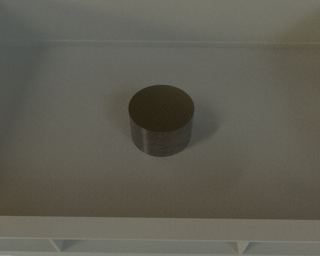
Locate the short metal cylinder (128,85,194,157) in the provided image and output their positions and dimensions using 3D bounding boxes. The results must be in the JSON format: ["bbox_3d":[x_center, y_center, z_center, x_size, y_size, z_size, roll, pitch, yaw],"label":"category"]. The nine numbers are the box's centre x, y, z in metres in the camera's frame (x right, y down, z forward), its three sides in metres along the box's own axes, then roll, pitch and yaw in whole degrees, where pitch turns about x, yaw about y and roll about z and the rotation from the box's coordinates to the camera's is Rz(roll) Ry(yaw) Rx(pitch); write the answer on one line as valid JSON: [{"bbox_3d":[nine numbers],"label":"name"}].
[{"bbox_3d":[0.002,-0.010,0.397,0.080,0.050,0.080,0,50,0],"label":"short metal cylinder"}]
